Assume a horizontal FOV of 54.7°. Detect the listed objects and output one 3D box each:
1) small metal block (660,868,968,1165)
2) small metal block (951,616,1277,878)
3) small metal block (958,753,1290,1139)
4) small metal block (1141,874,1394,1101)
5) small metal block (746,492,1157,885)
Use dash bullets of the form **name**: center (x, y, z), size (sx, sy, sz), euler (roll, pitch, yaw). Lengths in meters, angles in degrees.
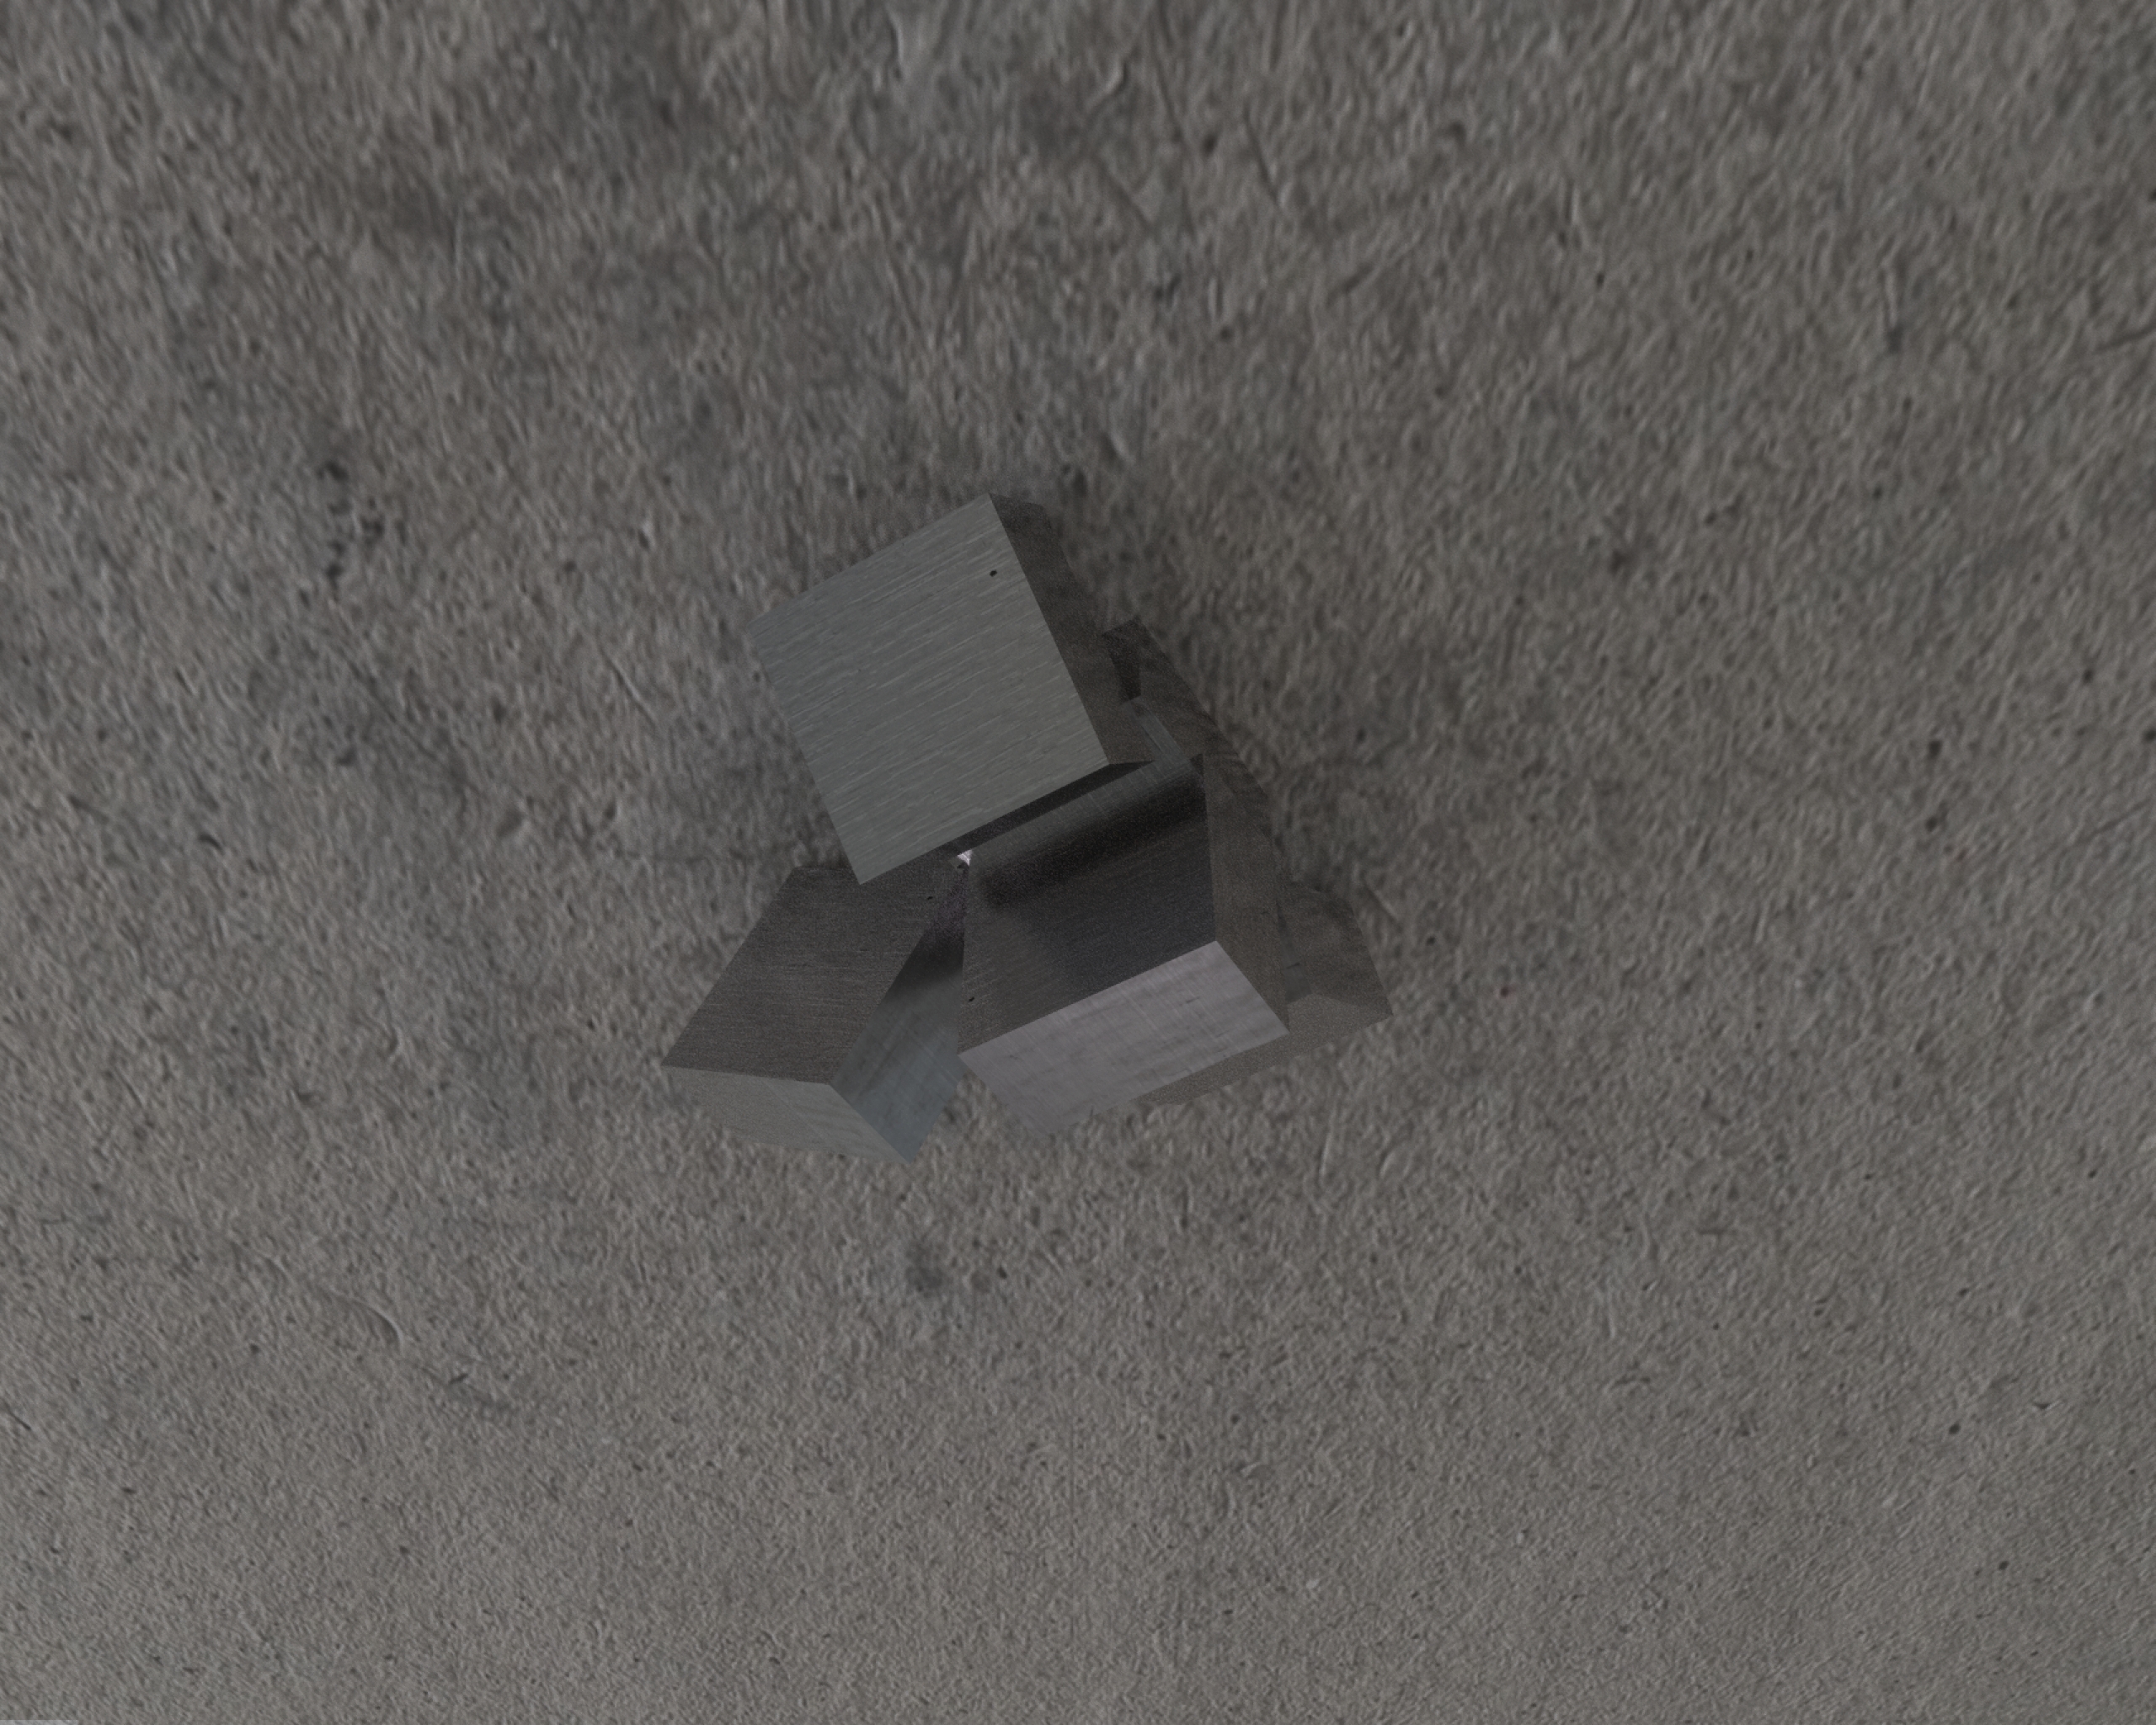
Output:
- **small metal block**: center (-0.044, 0.028, 0.402), size (0.050, 0.050, 0.025), euler (0, 139, 43)
- **small metal block**: center (0.003, -0.011, 0.397), size (0.050, 0.025, 0.050), euler (-25, 126, 20)
- **small metal block**: center (0.008, 0.014, 0.370), size (0.050, 0.050, 0.025), euler (-25, 126, 20)
- **small metal block**: center (0.028, 0.026, 0.414), size (0.050, 0.025, 0.050), euler (-25, 162, 20)
- **small metal block**: center (-0.022, -0.030, 0.364), size (0.050, 0.025, 0.050), euler (-25, 85, 19)
